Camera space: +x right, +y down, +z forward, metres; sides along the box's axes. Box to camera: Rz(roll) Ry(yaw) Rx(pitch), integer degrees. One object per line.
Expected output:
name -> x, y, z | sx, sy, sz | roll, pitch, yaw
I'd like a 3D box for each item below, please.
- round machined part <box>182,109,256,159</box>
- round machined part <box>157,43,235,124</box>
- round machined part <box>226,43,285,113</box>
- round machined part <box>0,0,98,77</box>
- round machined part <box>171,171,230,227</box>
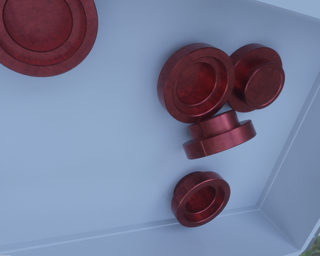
round machined part -> 0.076, 0.005, 0.421 | 0.099, 0.098, 0.042 | -21, 90, -16
round machined part -> 0.041, -0.058, 0.386 | 0.099, 0.042, 0.097 | -14, 124, -21
round machined part -> 0.134, -0.065, 0.433 | 0.099, 0.042, 0.097 | -14, 125, -21
round machined part -> -0.110, -0.099, 0.277 | 0.099, 0.042, 0.097 | -14, 125, -21
round machined part -> 0.061, 0.109, 0.501 | 0.099, 0.042, 0.097 | -14, 125, -21
